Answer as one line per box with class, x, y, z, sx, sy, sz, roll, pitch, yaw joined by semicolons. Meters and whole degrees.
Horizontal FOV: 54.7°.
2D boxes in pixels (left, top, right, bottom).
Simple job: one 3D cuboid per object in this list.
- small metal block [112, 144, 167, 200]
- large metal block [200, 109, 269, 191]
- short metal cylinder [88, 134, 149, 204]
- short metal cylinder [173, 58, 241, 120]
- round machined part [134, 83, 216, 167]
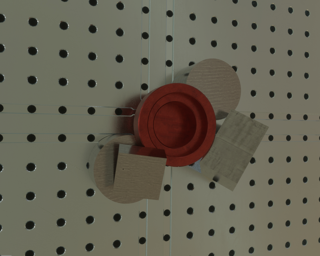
small metal block;-0.023;0.048;0.338;0.050;0.025;0.050;8;107;-8
large metal block;0.096;0.032;0.412;0.050;0.080;0.080;29;79;17
short metal cylinder;-0.045;0.048;0.382;0.081;0.050;0.079;0;90;-20
short metal cylinder;0.062;-0.050;0.422;0.081;0.050;0.079;0;90;-20
round machined part;0.015;-0.004;0.378;0.099;0.042;0.097;0;90;-20
